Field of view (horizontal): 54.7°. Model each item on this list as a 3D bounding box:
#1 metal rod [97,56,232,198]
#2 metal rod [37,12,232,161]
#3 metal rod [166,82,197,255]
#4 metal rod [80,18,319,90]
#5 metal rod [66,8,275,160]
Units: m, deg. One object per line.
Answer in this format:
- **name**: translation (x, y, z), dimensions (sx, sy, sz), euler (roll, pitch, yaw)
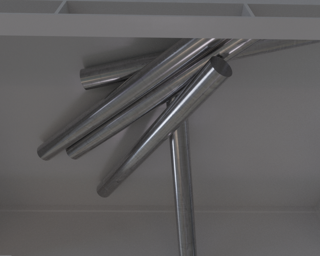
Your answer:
- **metal rod**: translation (-0.016, 0.021, 0.389), dimensions (0.025, 0.025, 0.298), euler (23, 138, -19)
- **metal rod**: translation (-0.052, -0.029, 0.357), dimensions (0.299, 0.025, 0.025), euler (-30, 125, 32)
- **metal rod**: translation (0.031, 0.087, 0.404), dimensions (0.025, 0.025, 0.298), euler (-4, 105, 3)
- **metal rod**: translation (0.059, -0.083, 0.338), dimensions (0.301, 0.025, 0.025), euler (-10, 130, 8)
- **metal rod**: translation (-0.012, -0.032, 0.357), dimensions (0.299, 0.025, 0.025), euler (-31, 124, 32)
